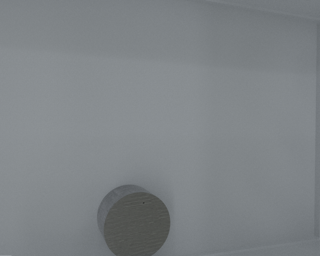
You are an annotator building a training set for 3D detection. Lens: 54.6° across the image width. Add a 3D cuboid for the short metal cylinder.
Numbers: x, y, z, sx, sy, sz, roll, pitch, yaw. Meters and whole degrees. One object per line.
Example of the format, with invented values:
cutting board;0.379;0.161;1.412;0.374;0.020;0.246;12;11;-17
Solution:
short metal cylinder;-0.034;0.115;0.385;0.081;0.050;0.080;0;90;-20
